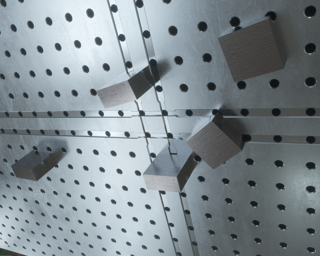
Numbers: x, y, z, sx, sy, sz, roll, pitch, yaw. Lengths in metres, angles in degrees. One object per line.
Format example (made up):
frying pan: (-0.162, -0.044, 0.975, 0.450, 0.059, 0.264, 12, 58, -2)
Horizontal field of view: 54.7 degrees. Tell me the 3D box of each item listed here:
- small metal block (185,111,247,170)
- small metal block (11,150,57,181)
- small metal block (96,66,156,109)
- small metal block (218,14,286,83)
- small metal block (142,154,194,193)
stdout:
small metal block: (0.069, 0.016, 0.384, 0.050, 0.025, 0.050, 44, 129, -3)
small metal block: (-0.223, 0.066, 0.551, 0.050, 0.050, 0.025, 4, 120, 26)
small metal block: (-0.042, -0.050, 0.384, 0.050, 0.050, 0.025, -12, 112, 33)
small metal block: (0.093, -0.079, 0.312, 0.050, 0.025, 0.050, -13, 112, 33)
small metal block: (0.012, 0.061, 0.425, 0.050, 0.050, 0.025, -1, 118, 28)
